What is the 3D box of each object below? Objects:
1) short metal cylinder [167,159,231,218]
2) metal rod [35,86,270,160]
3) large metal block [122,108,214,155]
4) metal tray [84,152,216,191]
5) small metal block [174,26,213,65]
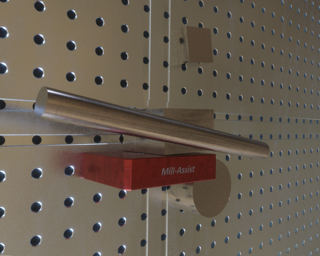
[{"bbox_3d":[0.057,0.082,0.443,0.081,0.050,0.079,0,91,-40],"label":"short metal cylinder"},{"bbox_3d":[0.025,0.006,0.327,0.302,0.025,0.025,12,82,-40],"label":"metal rod"},{"bbox_3d":[0.010,0.003,0.383,0.081,0.080,0.050,-2,91,-40],"label":"large metal block"},{"bbox_3d":[-0.009,0.044,0.360,0.131,0.090,0.030,2,89,-40],"label":"metal tray"},{"bbox_3d":[0.050,-0.119,0.453,0.050,0.025,0.050,-10,96,-40],"label":"small metal block"}]
